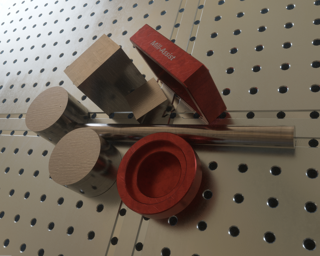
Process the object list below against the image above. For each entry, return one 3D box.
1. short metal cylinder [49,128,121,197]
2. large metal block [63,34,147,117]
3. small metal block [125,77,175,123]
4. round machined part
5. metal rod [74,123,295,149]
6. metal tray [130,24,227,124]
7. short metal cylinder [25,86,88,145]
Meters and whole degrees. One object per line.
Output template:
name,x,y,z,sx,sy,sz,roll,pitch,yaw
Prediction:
short metal cylinder,-0.100,0.046,0.416,0.080,0.050,0.080,-13,56,21
large metal block,-0.079,-0.077,0.462,0.080,0.080,0.050,-44,52,-2
small metal block,-0.015,-0.036,0.439,0.050,0.025,0.050,-34,51,6
round machined part,0.003,0.057,0.361,0.098,0.042,0.098,-13,56,21
metal rod,0.010,0.007,0.398,0.300,0.025,0.025,1,62,28
metal tray,0.022,-0.070,0.398,0.030,0.090,0.130,-43,51,-1
short metal cylinder,-0.162,-0.018,0.488,0.080,0.050,0.080,-13,56,21
